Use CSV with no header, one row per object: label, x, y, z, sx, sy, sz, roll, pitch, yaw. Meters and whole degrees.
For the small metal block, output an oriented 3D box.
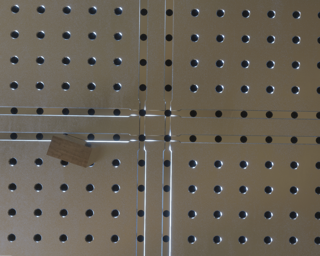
small metal block,-0.110,0.028,0.399,0.050,0.050,0.025,18,90,-1
